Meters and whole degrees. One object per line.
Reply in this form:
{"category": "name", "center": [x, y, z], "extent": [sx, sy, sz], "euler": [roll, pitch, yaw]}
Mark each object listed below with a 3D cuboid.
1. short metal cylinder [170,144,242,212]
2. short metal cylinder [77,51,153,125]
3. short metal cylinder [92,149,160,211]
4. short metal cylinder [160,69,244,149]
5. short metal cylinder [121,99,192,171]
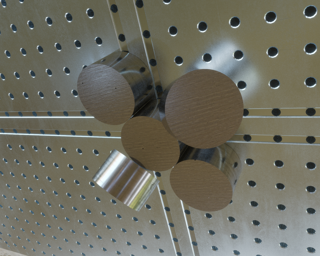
{"category": "short metal cylinder", "center": [0.059, 0.060, 0.400], "extent": [0.080, 0.050, 0.079], "euler": [13, 124, 20]}
{"category": "short metal cylinder", "center": [-0.056, -0.050, 0.391], "extent": [0.080, 0.050, 0.079], "euler": [13, 124, 20]}
{"category": "short metal cylinder", "center": [-0.047, 0.073, 0.436], "extent": [0.080, 0.050, 0.080], "euler": [35, 171, 7]}
{"category": "short metal cylinder", "center": [0.042, -0.020, 0.333], "extent": [0.081, 0.050, 0.079], "euler": [0, 93, -7]}
{"category": "short metal cylinder", "center": [-0.003, 0.009, 0.400], "extent": [0.080, 0.050, 0.079], "euler": [13, 124, 20]}
